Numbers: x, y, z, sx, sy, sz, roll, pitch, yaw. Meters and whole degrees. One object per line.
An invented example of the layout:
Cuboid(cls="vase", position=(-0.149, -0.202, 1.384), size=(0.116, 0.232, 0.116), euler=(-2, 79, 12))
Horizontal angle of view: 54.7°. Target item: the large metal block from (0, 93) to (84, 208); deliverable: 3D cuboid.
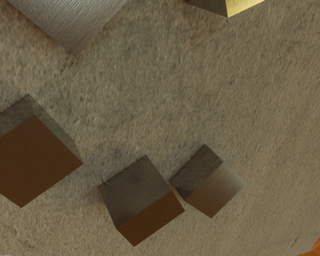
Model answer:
Cuboid(cls="large metal block", position=(-0.143, 0.025, 0.328), size=(0.080, 0.050, 0.080), euler=(-36, 130, -5))

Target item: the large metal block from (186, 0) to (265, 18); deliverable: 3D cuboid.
Cuboid(cls="large metal block", position=(0.058, -0.164, 0.303), size=(0.050, 0.080, 0.080), euler=(-28, 128, -11))

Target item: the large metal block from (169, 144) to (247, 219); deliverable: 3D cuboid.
Cuboid(cls="large metal block", position=(0.076, 0.085, 0.487), size=(0.080, 0.050, 0.080), euler=(-46, 130, 4))

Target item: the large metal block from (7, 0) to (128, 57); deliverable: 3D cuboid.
Cuboid(cls="large metal block", position=(-0.083, -0.124, 0.269), size=(0.080, 0.050, 0.080), euler=(-46, 130, 4))

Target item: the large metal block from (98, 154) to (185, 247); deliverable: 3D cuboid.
Cuboid(cls="large metal block", position=(-0.026, 0.095, 0.417), size=(0.080, 0.080, 0.050), euler=(-34, 129, -7))
